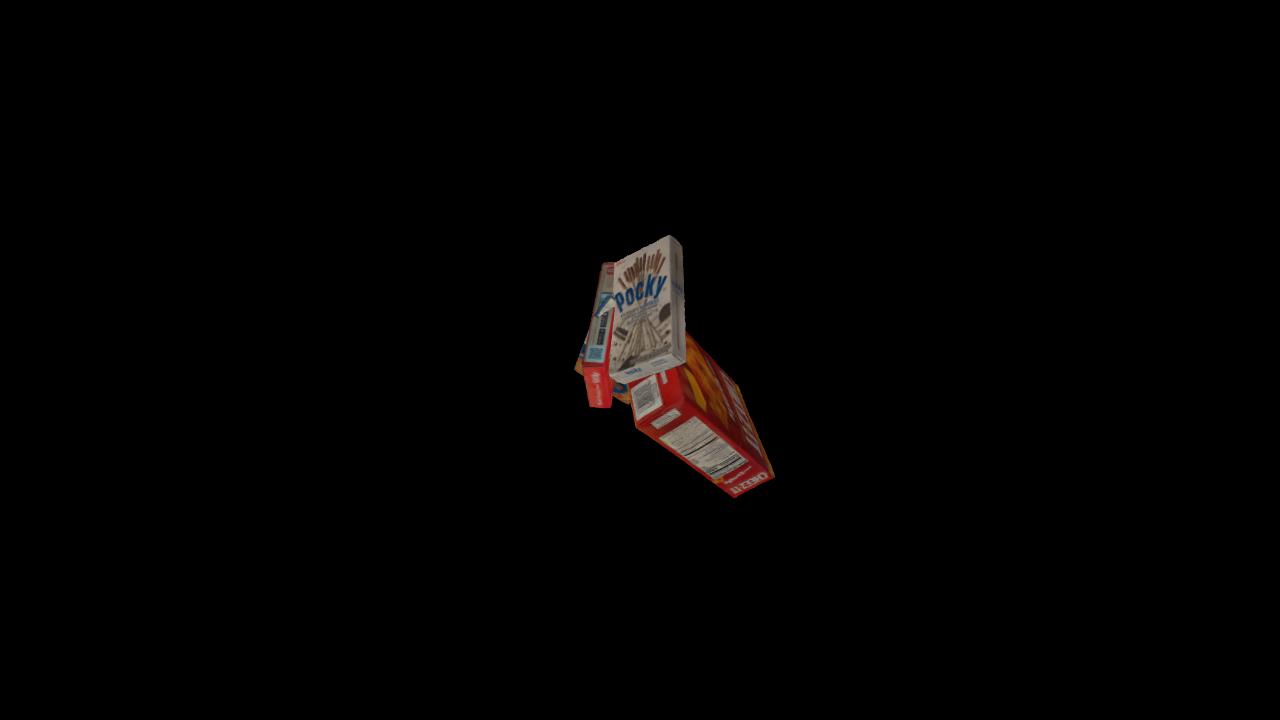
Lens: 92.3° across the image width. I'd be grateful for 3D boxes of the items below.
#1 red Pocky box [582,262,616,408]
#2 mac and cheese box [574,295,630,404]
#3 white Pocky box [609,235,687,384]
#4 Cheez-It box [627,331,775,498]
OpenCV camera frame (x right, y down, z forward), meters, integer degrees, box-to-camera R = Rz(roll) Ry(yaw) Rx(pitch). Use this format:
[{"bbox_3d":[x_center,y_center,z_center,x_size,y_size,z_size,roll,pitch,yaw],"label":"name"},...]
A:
[{"bbox_3d":[-0.038,-0.029,0.708,0.028,0.155,0.083,4,-36,4],"label":"red Pocky box"},{"bbox_3d":[-0.025,-0.006,0.759,0.093,0.041,0.184,32,-23,0],"label":"mac and cheese box"},{"bbox_3d":[0.008,-0.055,0.663,0.084,0.154,0.028,-21,-36,33],"label":"white Pocky box"},{"bbox_3d":[0.069,0.053,0.760,0.071,0.166,0.223,-32,-47,18],"label":"Cheez-It box"}]
